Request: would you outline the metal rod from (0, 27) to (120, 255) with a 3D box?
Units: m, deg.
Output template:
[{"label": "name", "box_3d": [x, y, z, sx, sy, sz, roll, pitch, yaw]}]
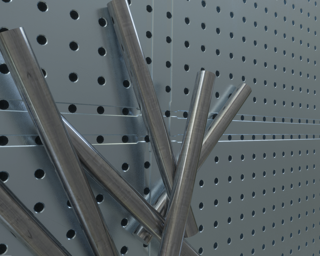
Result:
[{"label": "metal rod", "box_3d": [-0.086, 0.053, 0.312, 0.025, 0.025, 0.299, -32, 116, -35]}]

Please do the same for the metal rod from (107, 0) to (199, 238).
[{"label": "metal rod", "box_3d": [-0.006, -0.007, 0.383, 0.025, 0.025, 0.299, -23, 98, -38]}]

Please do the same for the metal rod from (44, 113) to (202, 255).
[{"label": "metal rod", "box_3d": [-0.020, 0.098, 0.364, 0.300, 0.025, 0.025, 49, 61, -19]}]

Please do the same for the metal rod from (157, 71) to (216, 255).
[{"label": "metal rod", "box_3d": [0.027, 0.072, 0.367, 0.025, 0.025, 0.299, 25, 72, -37]}]

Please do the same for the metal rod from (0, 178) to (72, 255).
[{"label": "metal rod", "box_3d": [-0.114, 0.123, 0.313, 0.025, 0.025, 0.299, -45, 117, -30]}]

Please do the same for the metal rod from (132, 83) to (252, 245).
[{"label": "metal rod", "box_3d": [0.060, 0.036, 0.457, 0.301, 0.025, 0.025, -51, 120, -28]}]
